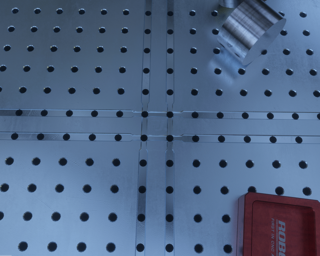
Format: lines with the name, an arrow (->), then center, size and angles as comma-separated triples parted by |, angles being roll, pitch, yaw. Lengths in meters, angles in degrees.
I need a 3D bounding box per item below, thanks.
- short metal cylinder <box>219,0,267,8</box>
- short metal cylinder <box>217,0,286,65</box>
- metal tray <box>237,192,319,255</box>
short metal cylinder -> 0.125, -0.219, 0.460 | 0.080, 0.050, 0.080 | -10, 38, 8
short metal cylinder -> 0.127, -0.135, 0.433 | 0.080, 0.080, 0.050 | -39, 75, -13
metal tray -> 0.137, 0.145, 0.356 | 0.091, 0.030, 0.130 | 7, 70, 2
